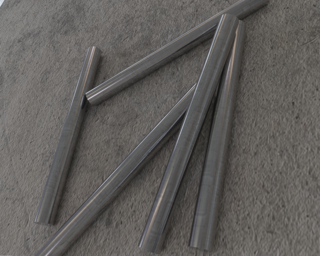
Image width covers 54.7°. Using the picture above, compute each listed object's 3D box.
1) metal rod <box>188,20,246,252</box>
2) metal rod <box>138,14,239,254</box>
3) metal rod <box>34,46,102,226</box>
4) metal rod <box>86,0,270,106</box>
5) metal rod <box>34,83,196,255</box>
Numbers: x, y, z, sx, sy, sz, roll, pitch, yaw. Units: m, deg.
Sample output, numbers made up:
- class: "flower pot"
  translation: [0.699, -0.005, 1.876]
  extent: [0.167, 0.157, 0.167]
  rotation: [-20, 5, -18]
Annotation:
- class: "metal rod"
  translation: [0.074, -0.011, 0.371]
  extent: [0.025, 0.025, 0.300]
  rotation: [0, 62, 28]
- class: "metal rod"
  translation: [0.039, -0.006, 0.368]
  extent: [0.025, 0.025, 0.299]
  rotation: [11, 73, 33]
- class: "metal rod"
  translation: [-0.134, -0.005, 0.477]
  extent: [0.025, 0.025, 0.300]
  rotation: [-6, 59, 25]
- class: "metal rod"
  translation: [0.020, -0.117, 0.465]
  extent: [0.300, 0.025, 0.025]
  rotation: [-29, 52, 9]
- class: "metal rod"
  translation: [-0.047, 0.060, 0.392]
  extent: [0.300, 0.025, 0.025]
  rotation: [-47, 51, -5]
